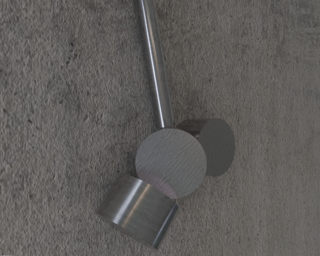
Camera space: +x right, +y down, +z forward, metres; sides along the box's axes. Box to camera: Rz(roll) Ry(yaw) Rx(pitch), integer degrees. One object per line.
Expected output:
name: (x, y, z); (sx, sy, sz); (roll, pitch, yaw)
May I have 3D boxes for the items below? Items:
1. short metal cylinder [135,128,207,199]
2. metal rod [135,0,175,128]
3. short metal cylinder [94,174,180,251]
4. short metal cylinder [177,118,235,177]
short metal cylinder: (0.014, 0.040, 0.373); (0.050, 0.080, 0.079); (-16, 106, -85)
metal rod: (-0.017, -0.149, 0.390); (0.025, 0.025, 0.298); (-16, 100, -39)
short metal cylinder: (-0.025, 0.094, 0.348); (0.080, 0.080, 0.050); (46, 64, -31)
short metal cylinder: (0.062, 0.026, 0.440); (0.081, 0.050, 0.079); (0, 90, -40)
